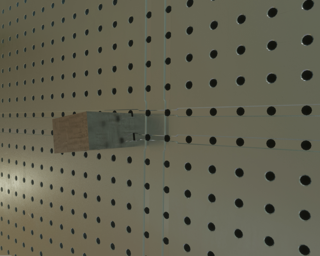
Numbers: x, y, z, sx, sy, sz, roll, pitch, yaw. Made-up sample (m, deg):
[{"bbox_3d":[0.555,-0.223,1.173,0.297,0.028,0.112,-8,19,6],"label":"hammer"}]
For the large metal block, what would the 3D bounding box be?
[{"bbox_3d":[-0.097,0.007,0.451,0.080,0.081,0.050,-8,85,39],"label":"large metal block"}]
